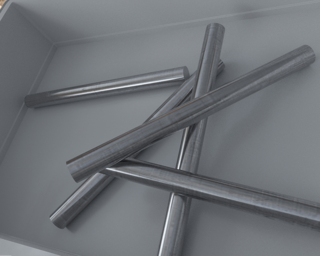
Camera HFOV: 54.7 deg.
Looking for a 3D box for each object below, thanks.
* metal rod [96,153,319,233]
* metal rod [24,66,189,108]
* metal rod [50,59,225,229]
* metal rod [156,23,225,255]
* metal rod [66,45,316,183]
[{"bbox_3d":[0.069,0.065,0.298,0.301,0.025,0.025,11,67,22],"label":"metal rod"},{"bbox_3d":[-0.099,-0.061,0.494,0.300,0.025,0.025,-6,59,25],"label":"metal rod"},{"bbox_3d":[-0.027,0.016,0.410,0.300,0.025,0.025,-45,51,-4],"label":"metal rod"},{"bbox_3d":[0.039,0.007,0.361,0.025,0.025,0.299,3,69,29],"label":"metal rod"},{"bbox_3d":[0.042,-0.021,0.344,0.302,0.025,0.025,-27,51,-10],"label":"metal rod"}]
